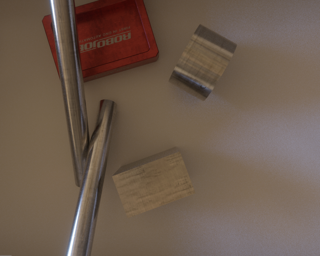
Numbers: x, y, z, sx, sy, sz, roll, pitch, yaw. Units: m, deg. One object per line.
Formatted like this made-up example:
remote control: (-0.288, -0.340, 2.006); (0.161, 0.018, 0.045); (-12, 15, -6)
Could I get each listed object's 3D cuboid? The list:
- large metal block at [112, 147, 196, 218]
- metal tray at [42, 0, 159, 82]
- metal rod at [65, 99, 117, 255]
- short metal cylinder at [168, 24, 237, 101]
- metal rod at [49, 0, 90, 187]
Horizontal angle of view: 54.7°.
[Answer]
large metal block: (-0.007, 0.063, 0.384); (0.080, 0.080, 0.050); (-20, 90, 0)
metal tray: (-0.076, -0.117, 0.407); (0.131, 0.030, 0.090); (-17, 90, -1)
metal rod: (-0.081, 0.098, 0.337); (0.025, 0.025, 0.299); (5, 60, 0)
short metal cylinder: (0.052, -0.080, 0.385); (0.050, 0.080, 0.080); (29, 90, -1)
metal rod: (-0.100, -0.063, 0.348); (0.025, 0.025, 0.298); (0, 116, 0)
